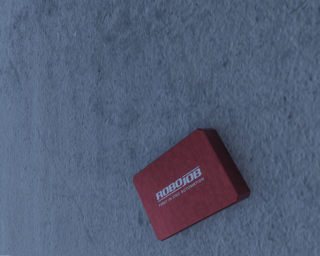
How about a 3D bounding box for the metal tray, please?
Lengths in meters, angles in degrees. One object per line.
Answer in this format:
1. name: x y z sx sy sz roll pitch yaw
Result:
1. metal tray: 0.031 0.070 0.377 0.129 0.030 0.090 -40 66 33
